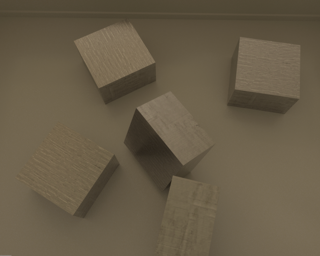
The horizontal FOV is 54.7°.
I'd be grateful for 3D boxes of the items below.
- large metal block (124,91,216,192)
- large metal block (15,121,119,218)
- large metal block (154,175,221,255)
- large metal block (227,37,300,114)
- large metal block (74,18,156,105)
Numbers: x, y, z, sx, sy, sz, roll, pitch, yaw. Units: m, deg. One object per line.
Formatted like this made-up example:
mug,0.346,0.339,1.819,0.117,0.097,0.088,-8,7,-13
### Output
large metal block,0.007,0.018,0.367,0.050,0.080,0.080,-30,72,-31
large metal block,-0.108,0.052,0.377,0.080,0.050,0.080,29,73,10
large metal block,0.028,0.104,0.342,0.050,0.080,0.080,13,71,5
large metal block,0.140,-0.071,0.423,0.080,0.050,0.080,9,70,3
large metal block,-0.060,-0.092,0.429,0.080,0.050,0.080,-27,72,-9
